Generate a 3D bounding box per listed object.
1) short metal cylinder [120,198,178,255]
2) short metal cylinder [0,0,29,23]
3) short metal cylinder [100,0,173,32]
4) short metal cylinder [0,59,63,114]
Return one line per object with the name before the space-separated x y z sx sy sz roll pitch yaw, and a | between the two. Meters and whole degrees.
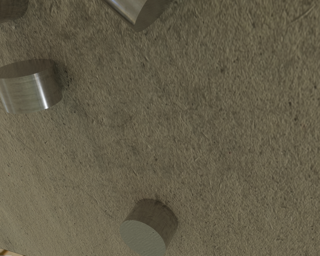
short metal cylinder | -0.017 0.161 0.500 0.080 0.050 0.079 13 124 21
short metal cylinder | -0.220 -0.176 0.398 0.080 0.050 0.079 13 124 21
short metal cylinder | -0.016 -0.139 0.294 0.050 0.080 0.080 42 129 -1
short metal cylinder | -0.182 -0.060 0.431 0.080 0.080 0.050 8 122 24
